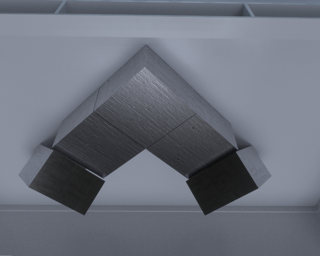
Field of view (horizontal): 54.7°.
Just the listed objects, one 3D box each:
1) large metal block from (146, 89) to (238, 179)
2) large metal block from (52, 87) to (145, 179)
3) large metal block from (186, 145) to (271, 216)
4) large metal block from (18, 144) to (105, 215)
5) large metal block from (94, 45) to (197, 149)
[{"bbox_3d":[0.040,0.010,0.399,0.080,0.050,0.080,-36,122,26],"label":"large metal block"},{"bbox_3d":[-0.075,0.009,0.397,0.080,0.050,0.080,-36,122,26],"label":"large metal block"},{"bbox_3d":[0.095,0.069,0.422,0.080,0.050,0.080,-36,165,26],"label":"large metal block"},{"bbox_3d":[-0.134,0.068,0.418,0.080,0.050,0.080,38,163,-28],"label":"large metal block"},{"bbox_3d":[-0.016,-0.033,0.361,0.080,0.050,0.080,-36,122,26],"label":"large metal block"}]
